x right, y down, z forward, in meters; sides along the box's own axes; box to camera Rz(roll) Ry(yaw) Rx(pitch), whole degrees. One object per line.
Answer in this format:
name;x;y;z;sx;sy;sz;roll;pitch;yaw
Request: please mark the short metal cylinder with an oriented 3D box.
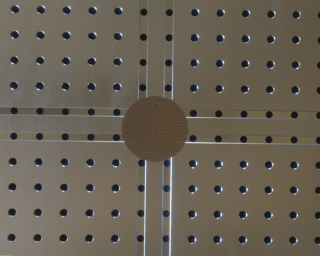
short metal cylinder;-0.006;0.001;0.400;0.081;0.050;0.079;0;90;-1
